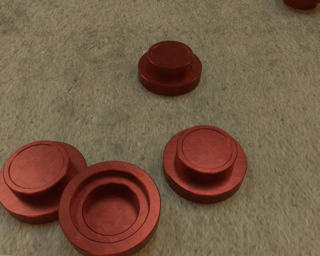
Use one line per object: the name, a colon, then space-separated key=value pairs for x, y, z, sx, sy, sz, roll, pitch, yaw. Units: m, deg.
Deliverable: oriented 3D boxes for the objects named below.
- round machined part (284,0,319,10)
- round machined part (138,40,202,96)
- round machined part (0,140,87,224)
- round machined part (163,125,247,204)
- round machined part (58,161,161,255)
round machined part: x=0.292 y=-0.276 z=0.628 sx=0.099 sy=0.042 sz=0.098 roll=0 pitch=50 yaw=0
round machined part: x=0.015 y=-0.097 z=0.474 sx=0.099 sy=0.042 sz=0.098 roll=0 pitch=50 yaw=0
round machined part: x=-0.132 y=0.053 z=0.346 sx=0.099 sy=0.042 sz=0.098 roll=0 pitch=50 yaw=0
round machined part: x=0.053 y=0.035 z=0.364 sx=0.099 sy=0.042 sz=0.098 roll=0 pitch=50 yaw=0
round machined part: x=-0.049 y=0.086 z=0.317 sx=0.099 sy=0.042 sz=0.098 roll=2 pitch=52 yaw=-2
